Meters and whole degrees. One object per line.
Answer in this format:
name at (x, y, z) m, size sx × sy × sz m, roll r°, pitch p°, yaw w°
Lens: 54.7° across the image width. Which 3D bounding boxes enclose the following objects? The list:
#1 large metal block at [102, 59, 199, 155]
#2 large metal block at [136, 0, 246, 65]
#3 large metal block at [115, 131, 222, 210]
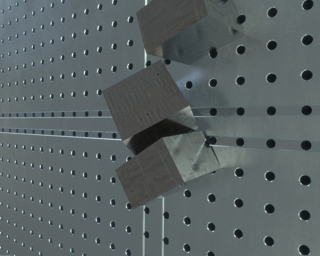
large metal block at (-0.012, -0.022, 0.369) m, size 0.080 × 0.050 × 0.080 m, roll -28°, pitch 55°, yaw 1°
large metal block at (0.035, -0.116, 0.344) m, size 0.080 × 0.081 × 0.050 m, roll -22°, pitch 76°, yaw 37°
large metal block at (0.010, 0.048, 0.361) m, size 0.080 × 0.081 × 0.050 m, roll -36°, pitch 73°, yaw 34°
